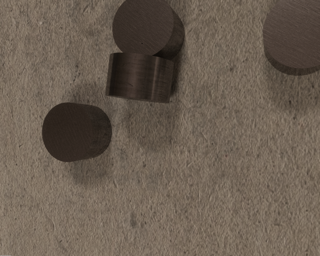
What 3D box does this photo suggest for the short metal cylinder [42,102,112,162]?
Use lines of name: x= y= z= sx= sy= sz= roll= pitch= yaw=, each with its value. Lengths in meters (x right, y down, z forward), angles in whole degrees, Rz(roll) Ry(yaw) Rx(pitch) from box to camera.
short metal cylinder: x=-0.115 y=0.006 z=0.435 sx=0.080 sy=0.050 sz=0.079 roll=0 pitch=90 yaw=19

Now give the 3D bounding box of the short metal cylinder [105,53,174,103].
short metal cylinder: x=-0.025 y=-0.061 z=0.388 sx=0.080 sy=0.080 sz=0.050 roll=8 pitch=93 yaw=19

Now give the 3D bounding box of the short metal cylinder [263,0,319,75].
short metal cylinder: x=0.156 y=-0.101 z=0.341 sx=0.080 sy=0.050 sz=0.079 roll=0 pitch=90 yaw=19

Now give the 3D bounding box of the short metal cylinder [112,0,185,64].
short metal cylinder: x=-0.014 y=-0.125 z=0.400 sx=0.080 sy=0.050 sz=0.079 roll=0 pitch=90 yaw=19
